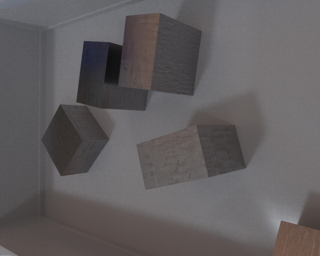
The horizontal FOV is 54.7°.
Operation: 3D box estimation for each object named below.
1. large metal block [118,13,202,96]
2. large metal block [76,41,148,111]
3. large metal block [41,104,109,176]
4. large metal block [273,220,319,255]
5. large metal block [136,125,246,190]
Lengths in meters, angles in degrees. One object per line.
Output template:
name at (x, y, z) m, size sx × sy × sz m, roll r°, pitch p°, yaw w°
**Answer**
large metal block at (0.002, -0.083, 0.368) m, size 0.050 × 0.081 × 0.079 m, roll 12°, pitch 98°, yaw 39°
large metal block at (-0.059, -0.068, 0.418) m, size 0.050 × 0.081 × 0.079 m, roll 15°, pitch 100°, yaw 39°
large metal block at (-0.139, 0.019, 0.502) m, size 0.080 × 0.050 × 0.080 m, roll 51°, pitch 120°, yaw 27°
large metal block at (0.137, 0.132, 0.255) m, size 0.080 × 0.050 × 0.080 m, roll 6°, pitch 63°, yaw 39°
large metal block at (0.035, 0.031, 0.341) m, size 0.080 × 0.081 × 0.050 m, roll -20°, pitch 78°, yaw 38°
